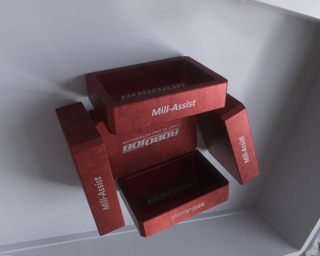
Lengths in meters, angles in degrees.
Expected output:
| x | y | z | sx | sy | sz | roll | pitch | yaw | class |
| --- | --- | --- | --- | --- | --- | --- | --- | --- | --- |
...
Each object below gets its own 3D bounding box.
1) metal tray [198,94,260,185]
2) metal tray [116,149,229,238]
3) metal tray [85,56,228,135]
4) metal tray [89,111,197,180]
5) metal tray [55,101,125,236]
| x | y | z | sx | sy | sz | roll | pitch | yaw | class |
| --- | --- | --- | --- | --- | --- | --- | --- | --- | --- |
| 0.085 | 0.006 | 0.417 | 0.030 | 0.090 | 0.130 | -31 | 129 | -8 | metal tray |
| 0.017 | 0.084 | 0.427 | 0.131 | 0.090 | 0.030 | -19 | 126 | -18 | metal tray |
| -0.005 | -0.041 | 0.337 | 0.131 | 0.090 | 0.030 | -15 | 125 | -21 | metal tray |
| -0.017 | 0.005 | 0.398 | 0.131 | 0.030 | 0.089 | -18 | 126 | -18 | metal tray |
| -0.078 | 0.046 | 0.351 | 0.030 | 0.090 | 0.129 | -20 | 126 | -17 | metal tray |
